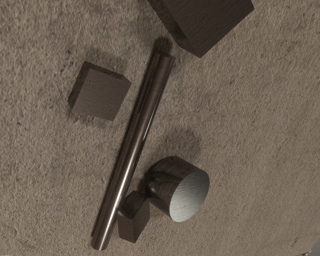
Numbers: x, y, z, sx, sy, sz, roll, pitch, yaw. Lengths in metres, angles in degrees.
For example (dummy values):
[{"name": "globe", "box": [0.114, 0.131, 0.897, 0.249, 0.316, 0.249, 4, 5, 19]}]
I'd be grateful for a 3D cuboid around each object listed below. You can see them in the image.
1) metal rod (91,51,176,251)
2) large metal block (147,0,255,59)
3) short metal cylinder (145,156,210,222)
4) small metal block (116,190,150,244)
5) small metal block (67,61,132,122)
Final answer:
[{"name": "metal rod", "box": [-0.042, 0.045, 0.412, 0.025, 0.025, 0.298, 7, 115, -32]}, {"name": "large metal block", "box": [0.041, -0.137, 0.330, 0.080, 0.050, 0.080, -43, 130, 1]}, {"name": "short metal cylinder", "box": [0.026, 0.087, 0.446, 0.081, 0.050, 0.079, -22, 124, -37]}, {"name": "small metal block", "box": [-0.037, 0.129, 0.450, 0.050, 0.025, 0.050, -50, 146, -50]}, {"name": "small metal block", "box": [-0.068, -0.040, 0.346, 0.050, 0.025, 0.050, 16, 110, -35]}]
